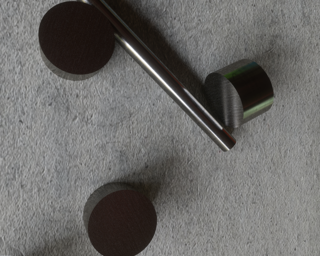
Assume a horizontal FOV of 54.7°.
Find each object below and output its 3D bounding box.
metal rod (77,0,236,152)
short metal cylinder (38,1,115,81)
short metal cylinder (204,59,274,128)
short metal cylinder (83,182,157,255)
[{"bbox_3d":[-0.004,-0.077,0.407,0.300,0.025,0.025,44,76,-15],"label":"metal rod"},{"bbox_3d":[-0.097,-0.098,0.360,0.081,0.050,0.079,0,90,-20],"label":"short metal cylinder"},{"bbox_3d":[0.104,-0.046,0.418,0.050,0.080,0.080,-27,99,-18],"label":"short metal cylinder"},{"bbox_3d":[-0.050,0.110,0.377,0.081,0.050,0.079,0,90,-20],"label":"short metal cylinder"}]
